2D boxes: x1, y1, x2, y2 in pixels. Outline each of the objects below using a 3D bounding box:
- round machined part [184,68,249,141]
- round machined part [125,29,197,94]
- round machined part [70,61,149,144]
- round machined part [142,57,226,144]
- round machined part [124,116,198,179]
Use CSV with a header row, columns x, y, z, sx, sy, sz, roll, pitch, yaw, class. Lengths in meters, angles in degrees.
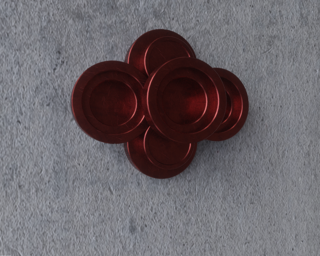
x,y,z,sx,sy,sz,roll,pitch,yaw,class
0.069,-0.031,0.428,0.099,0.042,0.097,0,90,-21,round machined part
0.006,-0.081,0.404,0.099,0.042,0.097,0,90,-21,round machined part
-0.059,-0.030,0.380,0.099,0.042,0.097,0,90,-21,round machined part
0.025,-0.031,0.366,0.099,0.042,0.097,0,91,-21,round machined part
0.006,0.018,0.404,0.099,0.042,0.097,0,90,-21,round machined part
